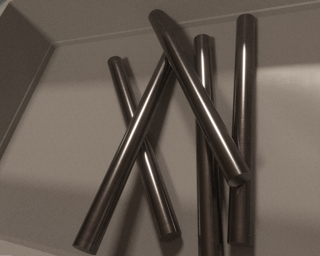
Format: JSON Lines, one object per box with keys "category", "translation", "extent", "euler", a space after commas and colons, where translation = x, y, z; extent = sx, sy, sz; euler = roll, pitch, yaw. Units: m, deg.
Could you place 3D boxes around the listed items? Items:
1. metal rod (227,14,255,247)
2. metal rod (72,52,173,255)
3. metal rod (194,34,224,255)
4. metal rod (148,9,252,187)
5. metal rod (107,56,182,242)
{"category": "metal rod", "translation": [0.099, -0.020, 0.365], "extent": [0.025, 0.025, 0.299], "euler": [-5, 59, 25]}
{"category": "metal rod", "translation": [-0.028, 0.003, 0.385], "extent": [0.025, 0.025, 0.300], "euler": [1, 52, 28]}
{"category": "metal rod", "translation": [0.056, 0.002, 0.374], "extent": [0.025, 0.025, 0.299], "euler": [-11, 57, 22]}
{"category": "metal rod", "translation": [0.036, -0.061, 0.390], "extent": [0.025, 0.025, 0.299], "euler": [-28, 52, 10]}
{"category": "metal rod", "translation": [-0.031, 0.004, 0.418], "extent": [0.025, 0.025, 0.299], "euler": [-28, 52, 10]}
